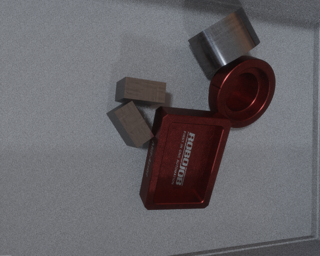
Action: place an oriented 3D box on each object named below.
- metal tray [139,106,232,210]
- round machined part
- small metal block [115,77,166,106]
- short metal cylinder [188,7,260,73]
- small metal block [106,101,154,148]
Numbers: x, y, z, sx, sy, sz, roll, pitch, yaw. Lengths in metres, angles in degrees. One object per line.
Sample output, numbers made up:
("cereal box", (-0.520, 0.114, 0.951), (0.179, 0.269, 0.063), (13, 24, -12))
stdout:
("metal tray", (0.030, 0.041, 0.395), (0.091, 0.030, 0.129), (4, 110, -20))
("round machined part", (0.108, -0.052, 0.430), (0.099, 0.042, 0.097), (-13, 120, -23))
("small metal block", (-0.026, -0.045, 0.389), (0.050, 0.050, 0.025), (6, 88, -20))
("short metal cylinder", (0.085, -0.116, 0.413), (0.080, 0.080, 0.050), (-35, 101, -17))
("small metal block", (-0.038, -0.004, 0.384), (0.025, 0.050, 0.050), (-35, 102, -17))
